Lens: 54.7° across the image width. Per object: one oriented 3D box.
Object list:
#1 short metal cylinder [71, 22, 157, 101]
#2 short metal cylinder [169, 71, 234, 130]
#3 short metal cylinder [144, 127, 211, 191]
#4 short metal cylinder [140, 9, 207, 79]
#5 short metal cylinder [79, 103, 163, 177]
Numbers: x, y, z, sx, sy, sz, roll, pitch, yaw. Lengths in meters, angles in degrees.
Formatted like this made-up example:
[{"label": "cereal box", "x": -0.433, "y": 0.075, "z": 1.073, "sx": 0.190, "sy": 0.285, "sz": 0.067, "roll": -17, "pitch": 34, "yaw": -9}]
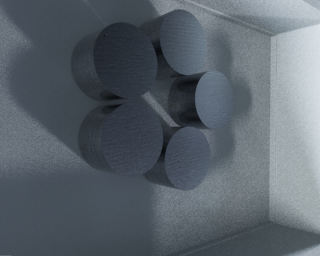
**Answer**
[{"label": "short metal cylinder", "x": -0.050, "y": -0.071, "z": 0.346, "sx": 0.081, "sy": 0.050, "sz": 0.080, "roll": 0, "pitch": 90, "yaw": -40}, {"label": "short metal cylinder", "x": 0.059, "y": -0.038, "z": 0.437, "sx": 0.081, "sy": 0.050, "sz": 0.080, "roll": 0, "pitch": 90, "yaw": -40}, {"label": "short metal cylinder", "x": 0.020, "y": 0.038, "z": 0.405, "sx": 0.081, "sy": 0.050, "sz": 0.080, "roll": 0, "pitch": 90, "yaw": -40}, {"label": "short metal cylinder", "x": 0.015, "y": -0.105, "z": 0.399, "sx": 0.081, "sy": 0.050, "sz": 0.080, "roll": 0, "pitch": 90, "yaw": -40}, {"label": "short metal cylinder", "x": -0.043, "y": 0.012, "z": 0.351, "sx": 0.081, "sy": 0.050, "sz": 0.080, "roll": 0, "pitch": 90, "yaw": -40}]
